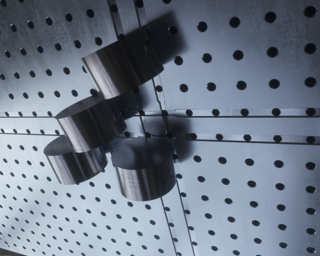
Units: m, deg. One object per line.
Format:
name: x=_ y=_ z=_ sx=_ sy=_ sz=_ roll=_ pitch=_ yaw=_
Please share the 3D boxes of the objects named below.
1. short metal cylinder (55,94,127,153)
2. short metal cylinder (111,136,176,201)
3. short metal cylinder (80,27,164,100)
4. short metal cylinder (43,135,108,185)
short metal cylinder: x=-0.091 y=-0.010 z=0.416 sx=0.080 sy=0.080 sz=0.050 roll=-11 pitch=113 yaw=32
short metal cylinder: x=-0.021 y=0.053 z=0.418 sx=0.080 sy=0.080 sz=0.050 roll=5 pitch=121 yaw=25
short metal cylinder: x=-0.042 y=-0.073 z=0.351 sx=0.080 sy=0.080 sz=0.050 roll=-14 pitch=111 yaw=33
short metal cylinder: x=-0.125 y=0.041 z=0.465 sx=0.080 sy=0.080 sz=0.050 roll=-3 pitch=117 yaw=29
